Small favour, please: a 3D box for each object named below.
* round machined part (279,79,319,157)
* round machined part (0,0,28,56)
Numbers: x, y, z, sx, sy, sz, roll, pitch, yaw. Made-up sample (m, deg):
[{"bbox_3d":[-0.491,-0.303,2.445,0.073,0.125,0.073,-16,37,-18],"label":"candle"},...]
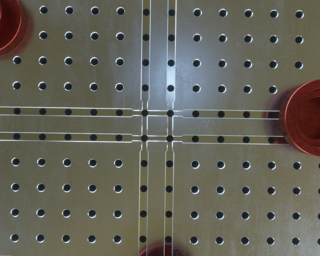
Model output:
[{"bbox_3d":[0.204,-0.012,0.406,0.099,0.042,0.097,0,90,0],"label":"round machined part"},{"bbox_3d":[-0.230,-0.146,0.403,0.099,0.042,0.097,0,90,0],"label":"round machined part"}]
